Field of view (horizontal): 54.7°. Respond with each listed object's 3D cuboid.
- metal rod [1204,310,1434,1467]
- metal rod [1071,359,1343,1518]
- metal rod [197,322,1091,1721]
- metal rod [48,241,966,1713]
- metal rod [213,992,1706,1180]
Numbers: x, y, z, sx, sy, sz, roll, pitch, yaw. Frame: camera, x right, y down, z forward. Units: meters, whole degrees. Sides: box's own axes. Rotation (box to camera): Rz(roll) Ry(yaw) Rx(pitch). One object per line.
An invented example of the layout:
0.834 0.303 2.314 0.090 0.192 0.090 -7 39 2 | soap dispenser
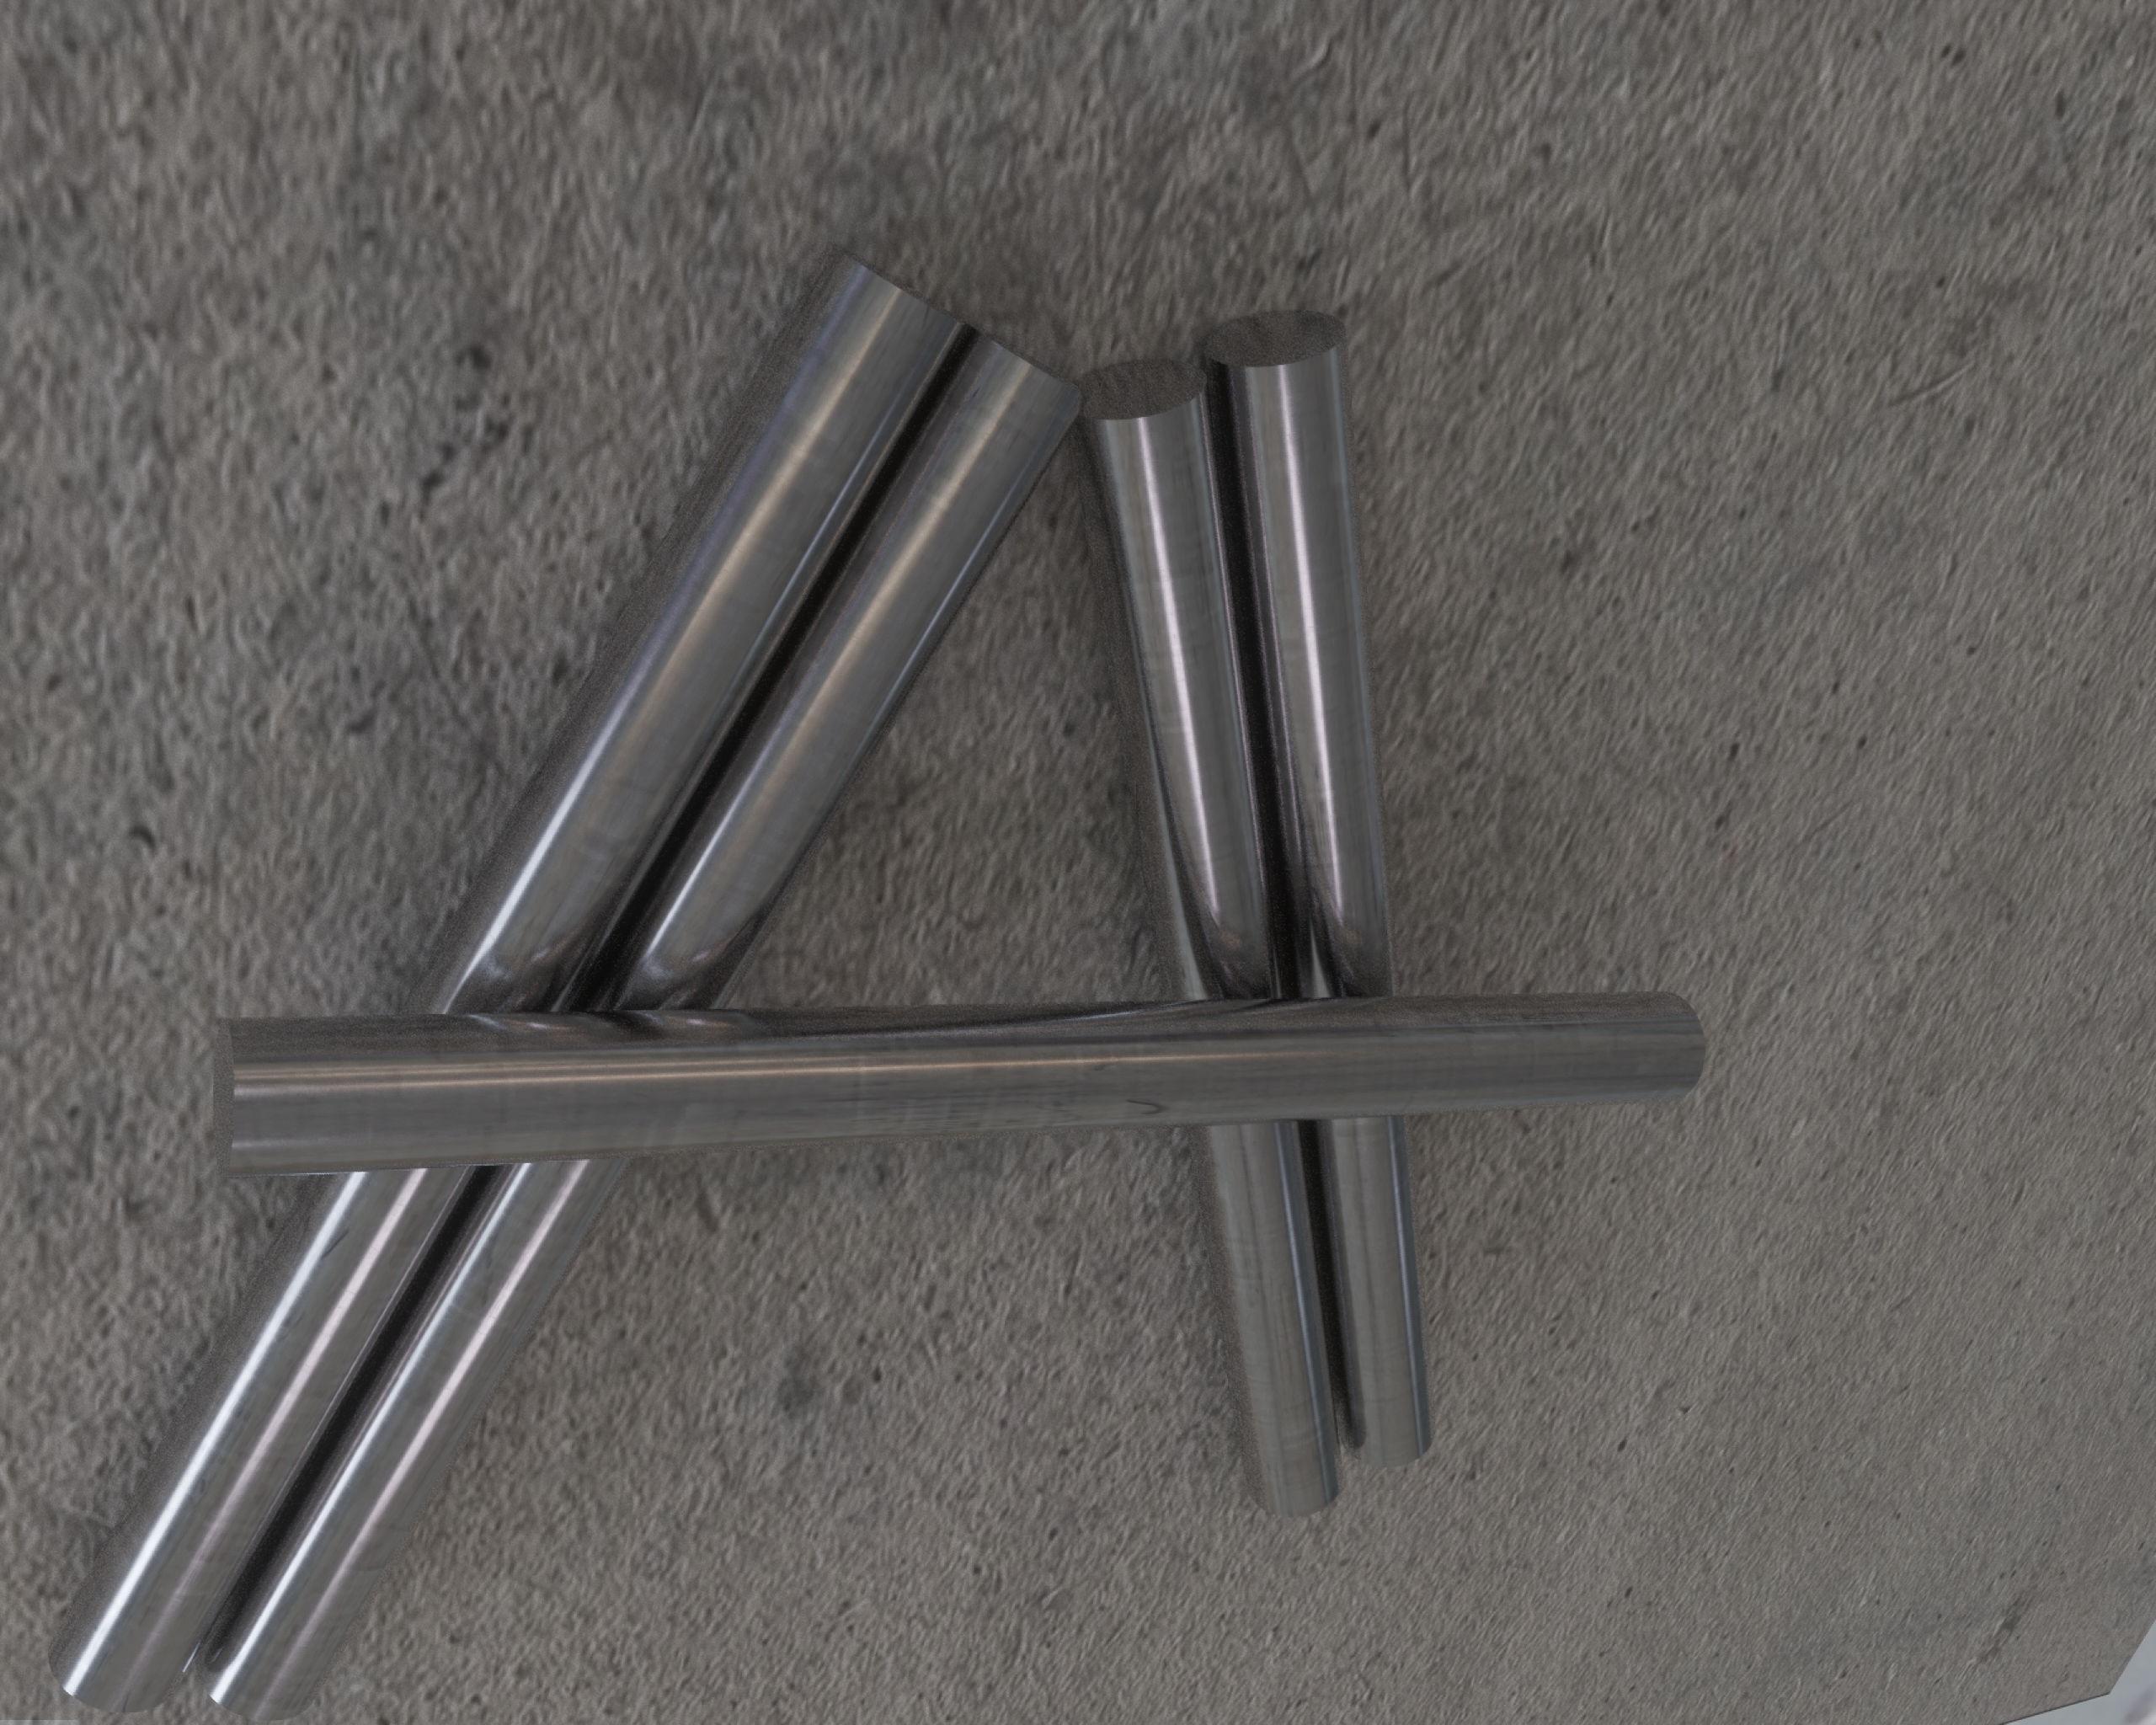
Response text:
0.057 0.027 0.454 0.025 0.025 0.298 -22 127 -15 | metal rod
0.033 0.038 0.447 0.025 0.025 0.298 -22 127 -15 | metal rod
-0.086 0.039 0.383 0.025 0.025 0.299 22 106 -36 | metal rod
-0.107 0.030 0.367 0.025 0.025 0.299 23 106 -37 | metal rod
0.000 0.039 0.396 0.303 0.025 0.025 1 118 -29 | metal rod
